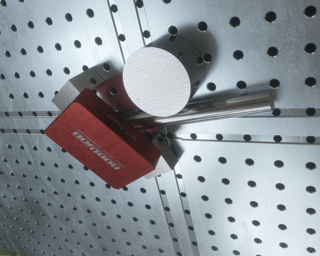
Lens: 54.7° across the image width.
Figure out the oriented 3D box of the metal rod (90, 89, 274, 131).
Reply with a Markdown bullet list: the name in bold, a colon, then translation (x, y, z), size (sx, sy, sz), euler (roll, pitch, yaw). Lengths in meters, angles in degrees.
- **metal rod**: translation (-0.008, -0.011, 0.407), size (0.300, 0.025, 0.025), euler (-8, 115, 31)

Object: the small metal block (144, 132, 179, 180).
- **small metal block**: translation (-0.010, 0.040, 0.439), size (0.050, 0.025, 0.050), euler (-26, 105, 36)

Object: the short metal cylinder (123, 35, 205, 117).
- **short metal cylinder**: translation (0.005, -0.060, 0.353), size (0.080, 0.050, 0.079), euler (13, 124, 20)

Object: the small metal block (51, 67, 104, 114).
- **small metal block**: translation (-0.111, -0.051, 0.420), size (0.025, 0.050, 0.050), euler (49, 128, -7)

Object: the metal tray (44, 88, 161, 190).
- **metal tray**: translation (-0.075, 0.020, 0.408), size (0.130, 0.030, 0.090), euler (42, 130, -16)
